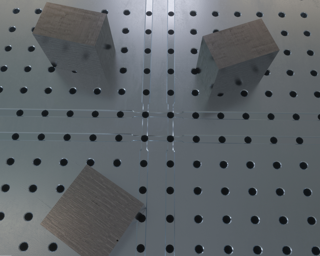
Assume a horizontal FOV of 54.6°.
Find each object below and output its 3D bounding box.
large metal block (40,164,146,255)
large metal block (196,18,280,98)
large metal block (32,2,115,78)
[{"bbox_3d":[-0.073,0.102,0.361,0.080,0.050,0.080,33,73,11],"label":"large metal block"},{"bbox_3d":[0.099,-0.090,0.416,0.080,0.080,0.050,-19,71,-7],"label":"large metal block"},{"bbox_3d":[-0.112,-0.117,0.425,0.080,0.080,0.050,13,71,4],"label":"large metal block"}]
